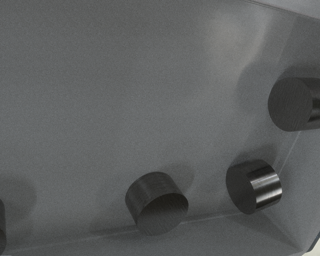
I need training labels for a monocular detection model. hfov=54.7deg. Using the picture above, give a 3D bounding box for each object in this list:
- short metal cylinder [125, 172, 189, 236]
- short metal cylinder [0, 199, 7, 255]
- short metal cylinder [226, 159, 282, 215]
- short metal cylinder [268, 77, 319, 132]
[{"bbox_3d":[-0.005,0.112,0.459,0.081,0.050,0.079,-14,124,-21],"label":"short metal cylinder"},{"bbox_3d":[-0.217,0.115,0.345,0.081,0.050,0.079,-14,124,-21],"label":"short metal cylinder"},{"bbox_3d":[0.155,0.098,0.518,0.050,0.080,0.079,-15,125,-20],"label":"short metal cylinder"},{"bbox_3d":[0.212,-0.036,0.466,0.050,0.080,0.079,-4,120,-26],"label":"short metal cylinder"}]
